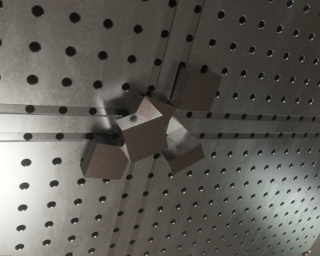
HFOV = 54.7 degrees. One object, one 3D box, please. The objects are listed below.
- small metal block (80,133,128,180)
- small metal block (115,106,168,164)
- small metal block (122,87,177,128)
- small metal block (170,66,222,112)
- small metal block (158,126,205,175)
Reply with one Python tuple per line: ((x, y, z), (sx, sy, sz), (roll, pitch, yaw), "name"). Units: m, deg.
((-0.069, 0.038, 0.398), (0.050, 0.025, 0.050), (11, 113, -34), "small metal block")
((-0.021, 0.008, 0.374), (0.050, 0.025, 0.050), (-22, 127, -16), "small metal block")
((-0.015, -0.017, 0.394), (0.050, 0.025, 0.050), (18, 109, -36), "small metal block")
((0.047, -0.051, 0.407), (0.050, 0.025, 0.050), (2, 117, -30), "small metal block")
((0.025, 0.030, 0.429), (0.050, 0.050, 0.025), (-28, 128, -11), "small metal block")
